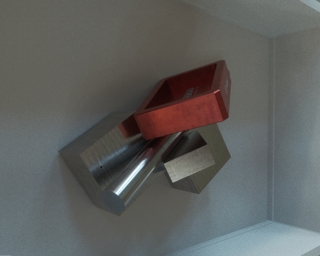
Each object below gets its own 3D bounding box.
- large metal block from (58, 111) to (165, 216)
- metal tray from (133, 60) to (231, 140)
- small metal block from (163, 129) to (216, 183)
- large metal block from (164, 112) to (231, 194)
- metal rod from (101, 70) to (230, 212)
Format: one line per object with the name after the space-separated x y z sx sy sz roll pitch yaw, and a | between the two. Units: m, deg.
-0.049 0.036 0.346 0.080 0.050 0.080 -41 115 -32 | large metal block
0.032 -0.037 0.356 0.130 0.090 0.030 -62 134 -62 | metal tray
0.029 0.030 0.351 0.050 0.050 0.025 -24 109 1 | small metal block
0.043 0.031 0.427 0.080 0.050 0.080 -41 115 -32 | large metal block
0.029 -0.011 0.383 0.301 0.025 0.025 -47 119 -47 | metal rod
